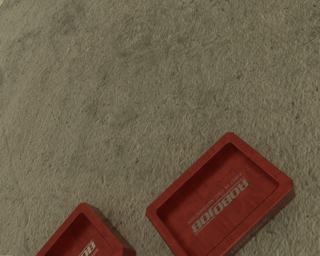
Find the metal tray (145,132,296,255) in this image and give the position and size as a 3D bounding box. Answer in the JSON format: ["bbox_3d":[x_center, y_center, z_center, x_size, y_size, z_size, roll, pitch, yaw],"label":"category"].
[{"bbox_3d":[0.060,0.077,0.321,0.130,0.030,0.090,-43,51,-2],"label":"metal tray"}]

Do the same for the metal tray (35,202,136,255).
[{"bbox_3d":[-0.100,0.163,0.352,0.090,0.030,0.130,34,80,38],"label":"metal tray"}]
